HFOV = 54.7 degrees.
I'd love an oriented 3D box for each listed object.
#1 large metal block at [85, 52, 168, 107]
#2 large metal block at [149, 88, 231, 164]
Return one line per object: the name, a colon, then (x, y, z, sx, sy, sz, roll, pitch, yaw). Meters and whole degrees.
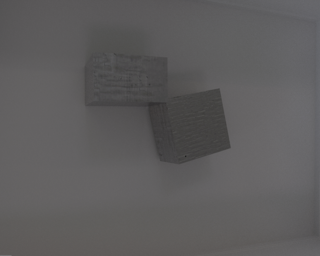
large metal block: (-0.043, -0.053, 0.365, 0.081, 0.080, 0.050, -1, 90, -20)
large metal block: (0.039, -0.004, 0.406, 0.081, 0.050, 0.080, -14, 95, -26)
